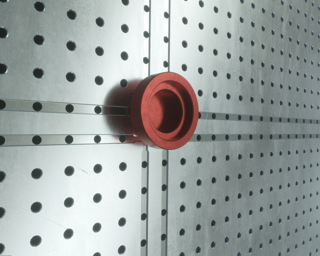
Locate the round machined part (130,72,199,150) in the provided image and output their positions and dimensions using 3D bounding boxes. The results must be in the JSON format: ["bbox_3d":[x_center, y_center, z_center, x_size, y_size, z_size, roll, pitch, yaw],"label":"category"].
[{"bbox_3d":[0.002,-0.022,0.401,0.099,0.042,0.097,0,90,-40],"label":"round machined part"}]
